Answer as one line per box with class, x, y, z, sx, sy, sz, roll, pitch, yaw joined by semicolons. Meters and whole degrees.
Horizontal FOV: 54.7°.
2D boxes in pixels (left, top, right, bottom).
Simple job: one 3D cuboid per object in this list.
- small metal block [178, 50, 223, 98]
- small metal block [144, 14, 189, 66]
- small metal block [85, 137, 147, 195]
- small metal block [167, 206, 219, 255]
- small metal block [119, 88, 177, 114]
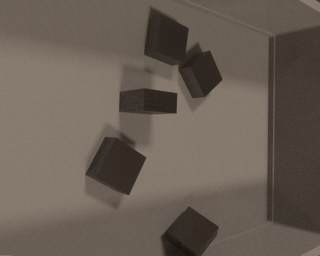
small metal block;0.061;-0.079;0.460;0.050;0.025;0.050;-44;117;-31
small metal block;0.009;-0.117;0.416;0.050;0.025;0.050;12;82;-40
small metal block;-0.051;0.045;0.366;0.050;0.025;0.050;38;67;-34
small metal block;0.045;0.145;0.427;0.050;0.050;0.025;-39;146;-33
small metal block;-0.015;-0.031;0.380;0.050;0.050;0.025;3;88;-40
